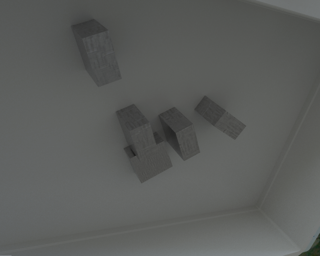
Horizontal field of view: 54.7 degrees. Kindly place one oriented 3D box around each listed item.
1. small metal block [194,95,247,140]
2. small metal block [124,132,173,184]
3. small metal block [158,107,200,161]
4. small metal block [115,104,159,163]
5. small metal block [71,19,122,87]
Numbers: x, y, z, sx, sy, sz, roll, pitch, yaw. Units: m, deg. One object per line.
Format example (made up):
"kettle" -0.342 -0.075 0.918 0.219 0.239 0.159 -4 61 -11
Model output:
"small metal block" 0.084 -0.015 0.431 0.050 0.050 0.025 29 102 -38
"small metal block" -0.016 0.041 0.427 0.050 0.025 0.050 -27 128 -12
"small metal block" 0.026 0.007 0.413 0.025 0.050 0.050 -28 128 -11
"small metal block" -0.028 0.006 0.382 0.025 0.050 0.050 -25 128 -13
"small metal block" -0.064 -0.076 0.311 0.025 0.050 0.050 -23 127 -15
